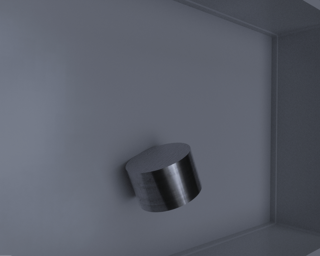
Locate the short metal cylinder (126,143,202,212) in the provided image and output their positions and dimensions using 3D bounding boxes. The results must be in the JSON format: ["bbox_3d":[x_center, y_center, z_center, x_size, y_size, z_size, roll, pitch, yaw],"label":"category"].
[{"bbox_3d":[0.005,0.057,0.374,0.081,0.080,0.050,-29,108,-36],"label":"short metal cylinder"}]
